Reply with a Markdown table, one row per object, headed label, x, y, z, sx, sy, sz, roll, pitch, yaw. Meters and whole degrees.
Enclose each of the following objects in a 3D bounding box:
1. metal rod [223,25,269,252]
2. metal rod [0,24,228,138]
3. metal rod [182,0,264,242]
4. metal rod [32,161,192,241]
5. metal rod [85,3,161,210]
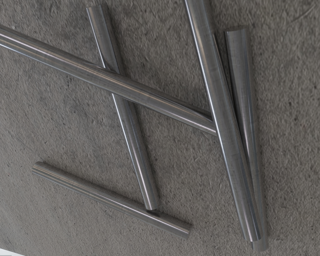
| label | x | y | z | sx | sy | sz | roll | pitch | yaw |
| --- | --- | --- | --- | --- | --- | --- | --- | --- | --- |
| metal rod | 0.107 | 0.032 | 0.370 | 0.025 | 0.025 | 0.298 | 1 | 119 | 28 |
| metal rod | -0.061 | -0.056 | 0.371 | 0.301 | 0.025 | 0.025 | 23 | 128 | 1 |
| metal rod | 0.071 | -0.008 | 0.339 | 0.025 | 0.025 | 0.298 | -8 | 107 | 31 |
| metal rod | -0.090 | 0.118 | 0.527 | 0.301 | 0.025 | 0.025 | 18 | 126 | 17 |
| metal rod | -0.043 | -0.011 | 0.422 | 0.025 | 0.025 | 0.298 | 1 | 119 | 28 |
